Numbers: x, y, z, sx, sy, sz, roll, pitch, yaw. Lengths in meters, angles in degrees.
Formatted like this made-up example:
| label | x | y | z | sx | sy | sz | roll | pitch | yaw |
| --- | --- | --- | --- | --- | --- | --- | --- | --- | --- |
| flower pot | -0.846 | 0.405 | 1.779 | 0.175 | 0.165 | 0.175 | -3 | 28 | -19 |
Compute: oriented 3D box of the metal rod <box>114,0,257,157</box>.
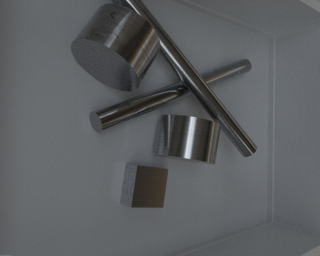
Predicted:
| label | x | y | z | sx | sy | sz | roll | pitch | yaw |
| --- | --- | --- | --- | --- | --- | --- | --- | --- | --- |
| metal rod | 0.037 | -0.070 | 0.409 | 0.300 | 0.025 | 0.025 | 47 | 61 | -20 |

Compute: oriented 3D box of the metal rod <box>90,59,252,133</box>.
| label | x | y | z | sx | sy | sz | roll | pitch | yaw |
| --- | --- | --- | --- | --- | --- | --- | --- | --- | --- |
| metal rod | 0.037 | -0.056 | 0.439 | 0.302 | 0.025 | 0.025 | -25 | 106 | -37 |

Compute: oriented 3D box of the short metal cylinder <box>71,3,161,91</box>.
| label | x | y | z | sx | sy | sz | roll | pitch | yaw |
| --- | --- | --- | --- | --- | --- | --- | --- | --- | --- |
| short metal cylinder | -0.046 | -0.084 | 0.333 | 0.080 | 0.080 | 0.050 | 42 | 65 | -32 |

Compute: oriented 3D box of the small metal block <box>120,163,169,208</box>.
| label | x | y | z | sx | sy | sz | roll | pitch | yaw |
| --- | --- | --- | --- | --- | --- | --- | --- | --- | --- |
| small metal block | -0.019 | 0.073 | 0.392 | 0.050 | 0.025 | 0.050 | 13 | 82 | -40 |

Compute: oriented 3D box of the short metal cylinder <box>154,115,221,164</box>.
| label | x | y | z | sx | sy | sz | roll | pitch | yaw |
| --- | --- | --- | --- | --- | --- | --- | --- | --- | --- |
| short metal cylinder | 0.035 | 0.016 | 0.403 | 0.081 | 0.080 | 0.050 | 16 | 80 | -39 |
